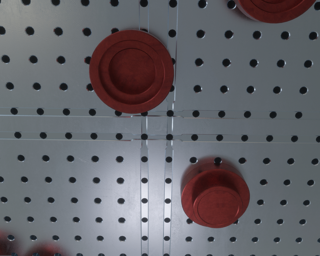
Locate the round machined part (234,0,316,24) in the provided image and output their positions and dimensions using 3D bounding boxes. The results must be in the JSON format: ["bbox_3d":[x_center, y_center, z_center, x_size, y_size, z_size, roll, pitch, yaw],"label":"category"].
[{"bbox_3d":[0.126,-0.168,0.343,0.099,0.042,0.097,0,110,0],"label":"round machined part"}]

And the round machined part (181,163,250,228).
[{"bbox_3d":[0.080,0.103,0.443,0.099,0.042,0.097,0,110,0],"label":"round machined part"}]

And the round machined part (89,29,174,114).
[{"bbox_3d":[-0.033,-0.070,0.378,0.099,0.042,0.097,0,110,0],"label":"round machined part"}]
